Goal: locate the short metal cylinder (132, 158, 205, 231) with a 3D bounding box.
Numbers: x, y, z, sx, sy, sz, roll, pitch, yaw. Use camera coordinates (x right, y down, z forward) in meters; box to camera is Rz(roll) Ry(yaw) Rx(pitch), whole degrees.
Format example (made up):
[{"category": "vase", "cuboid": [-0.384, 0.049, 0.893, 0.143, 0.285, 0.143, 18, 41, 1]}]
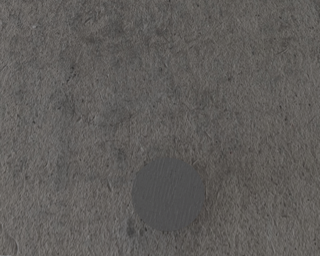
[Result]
[{"category": "short metal cylinder", "cuboid": [0.009, 0.080, 0.366, 0.080, 0.050, 0.080, 0, 70, 0]}]
